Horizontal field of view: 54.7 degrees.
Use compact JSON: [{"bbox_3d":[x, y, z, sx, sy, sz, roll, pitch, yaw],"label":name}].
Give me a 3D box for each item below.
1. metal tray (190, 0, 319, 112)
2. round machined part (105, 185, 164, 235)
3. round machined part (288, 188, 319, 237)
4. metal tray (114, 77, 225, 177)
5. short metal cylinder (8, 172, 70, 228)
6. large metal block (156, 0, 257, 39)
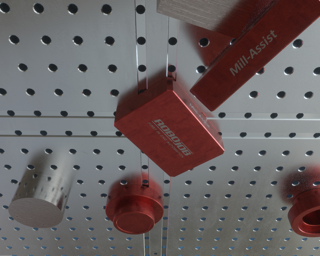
[{"bbox_3d":[0.091,-0.080,0.298,0.030,0.090,0.129,44,121,-3],"label":"metal tray"},{"bbox_3d":[-0.043,0.143,0.522,0.099,0.042,0.097,0,130,0],"label":"round machined part"},{"bbox_3d":[0.266,0.139,0.522,0.099,0.042,0.097,0,130,0],"label":"round machined part"},{"bbox_3d":[0.015,0.005,0.412,0.090,0.030,0.130,-30,125,22],"label":"metal tray"},{"bbox_3d":[-0.189,0.115,0.491,0.081,0.050,0.079,0,130,0],"label":"short metal cylinder"},{"bbox_3d":[0.048,-0.138,0.278,0.081,0.050,0.079,14,129,-12],"label":"large metal block"}]
